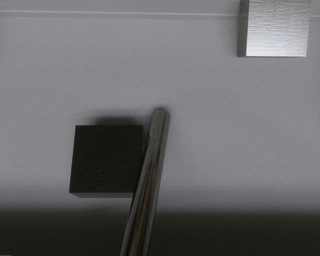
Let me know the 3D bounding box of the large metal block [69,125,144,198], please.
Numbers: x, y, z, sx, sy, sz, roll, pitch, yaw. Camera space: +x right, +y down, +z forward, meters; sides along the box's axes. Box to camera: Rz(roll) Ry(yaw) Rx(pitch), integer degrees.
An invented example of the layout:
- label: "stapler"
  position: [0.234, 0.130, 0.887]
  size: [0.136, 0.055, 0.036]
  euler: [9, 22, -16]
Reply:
- label: "large metal block"
  position: [-0.061, 0.043, 0.380]
  size: [0.081, 0.050, 0.080]
  euler: [0, 70, -1]

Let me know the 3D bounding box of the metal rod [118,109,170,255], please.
- label: "metal rod"
  position: [-0.016, 0.075, 0.299]
  size: [0.025, 0.025, 0.300]
  euler: [8, 38, 2]

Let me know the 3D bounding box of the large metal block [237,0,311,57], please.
- label: "large metal block"
  position: [0.156, -0.140, 0.431]
  size: [0.081, 0.050, 0.079]
  euler: [1, 101, 0]
